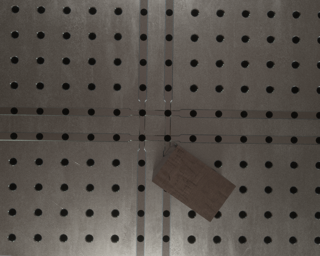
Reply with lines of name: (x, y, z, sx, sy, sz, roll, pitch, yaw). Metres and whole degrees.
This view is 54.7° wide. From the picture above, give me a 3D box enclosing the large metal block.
large metal block: (0.038, 0.062, 0.386, 0.080, 0.080, 0.050, 35, 90, -1)
